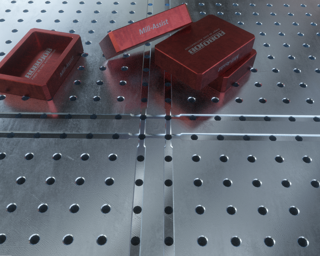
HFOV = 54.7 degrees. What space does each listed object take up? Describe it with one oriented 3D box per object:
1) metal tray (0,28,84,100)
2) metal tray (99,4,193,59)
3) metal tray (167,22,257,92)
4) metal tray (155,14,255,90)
[{"bbox_3d":[-0.189,-0.105,0.490,0.090,0.030,0.130,11,51,8],"label":"metal tray"},{"bbox_3d":[-0.025,-0.151,0.491,0.131,0.030,0.090,-27,14,-17],"label":"metal tray"},{"bbox_3d":[0.077,-0.120,0.505,0.130,0.030,0.090,34,58,25],"label":"metal tray"},{"bbox_3d":[0.067,-0.118,0.465,0.131,0.030,0.090,-37,59,-27],"label":"metal tray"}]
